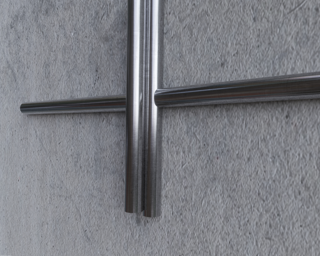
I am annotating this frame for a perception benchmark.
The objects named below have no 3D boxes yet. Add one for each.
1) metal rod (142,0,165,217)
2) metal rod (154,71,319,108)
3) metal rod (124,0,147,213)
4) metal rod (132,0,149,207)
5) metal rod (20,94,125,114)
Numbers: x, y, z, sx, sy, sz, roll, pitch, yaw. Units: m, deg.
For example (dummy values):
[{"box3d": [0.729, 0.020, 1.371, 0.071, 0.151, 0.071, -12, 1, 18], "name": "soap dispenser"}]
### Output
[{"box3d": [-0.009, -0.033, 0.413, 0.025, 0.025, 0.298, 2, 91, 39], "name": "metal rod"}, {"box3d": [0.117, -0.040, 0.309, 0.300, 0.025, 0.025, 0, 90, 39], "name": "metal rod"}, {"box3d": [-0.032, -0.041, 0.405, 0.025, 0.025, 0.298, 2, 91, 39], "name": "metal rod"}, {"box3d": [-0.028, -0.039, 0.428, 0.025, 0.025, 0.298, 2, 91, 39], "name": "metal rod"}, {"box3d": [-0.154, -0.038, 0.530, 0.300, 0.025, 0.025, 1, 91, 39], "name": "metal rod"}]
